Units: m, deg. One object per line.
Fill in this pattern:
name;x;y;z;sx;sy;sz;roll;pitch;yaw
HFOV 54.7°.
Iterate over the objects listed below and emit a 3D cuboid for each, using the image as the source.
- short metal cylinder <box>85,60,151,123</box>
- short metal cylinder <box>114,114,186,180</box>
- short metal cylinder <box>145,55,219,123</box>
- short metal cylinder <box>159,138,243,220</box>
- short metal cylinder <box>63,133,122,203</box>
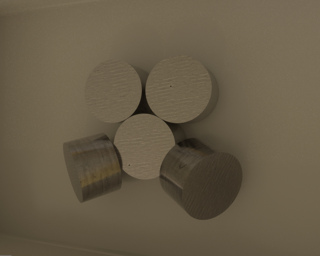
short metal cylinder;-0.051;-0.046;0.412;0.080;0.050;0.079;0;90;19
short metal cylinder;-0.011;0.022;0.397;0.080;0.050;0.079;0;90;19
short metal cylinder;0.029;-0.046;0.385;0.080;0.050;0.079;0;90;19
short metal cylinder;0.047;0.057;0.356;0.050;0.081;0.080;30;103;57
short metal cylinder;-0.089;0.051;0.404;0.050;0.080;0.080;-16;83;-26
